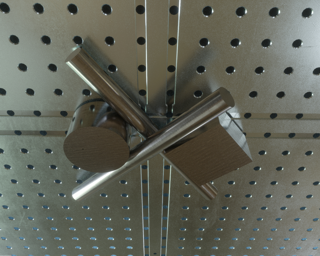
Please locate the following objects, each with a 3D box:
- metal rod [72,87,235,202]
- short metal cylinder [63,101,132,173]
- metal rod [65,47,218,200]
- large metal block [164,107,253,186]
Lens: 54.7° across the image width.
[{"bbox_3d":[-0.030,0.037,0.410,0.025,0.025,0.299,35,130,-26],"label":"metal rod"},{"bbox_3d":[-0.078,0.013,0.400,0.081,0.050,0.079,0,130,0],"label":"short metal cylinder"},{"bbox_3d":[-0.006,0.012,0.416,0.025,0.025,0.300,-29,125,22],"label":"metal rod"},{"bbox_3d":[0.062,0.022,0.408,0.080,0.050,0.080,-31,124,23],"label":"large metal block"}]
